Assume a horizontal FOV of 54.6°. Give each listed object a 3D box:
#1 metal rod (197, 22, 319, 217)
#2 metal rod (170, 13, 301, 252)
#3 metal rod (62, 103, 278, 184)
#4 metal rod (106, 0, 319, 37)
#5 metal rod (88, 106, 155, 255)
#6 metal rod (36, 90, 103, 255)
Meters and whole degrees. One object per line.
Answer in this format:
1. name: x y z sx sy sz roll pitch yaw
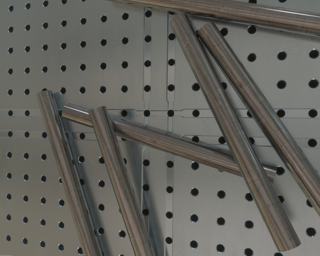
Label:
1. metal rod: 0.134 0.000 0.365 0.025 0.025 0.299 -34 79 17
2. metal rod: 0.080 -0.008 0.365 0.025 0.025 0.299 -28 74 18
3. metal rod: -0.002 0.016 0.413 0.301 0.025 0.025 17 96 19
4. metal rod: 0.062 -0.152 0.390 0.301 0.025 0.025 17 96 19
5. metal rod: -0.037 0.116 0.411 0.025 0.025 0.299 -18 90 19
6. metal rod: -0.129 0.087 0.458 0.025 0.025 0.299 -21 83 19
